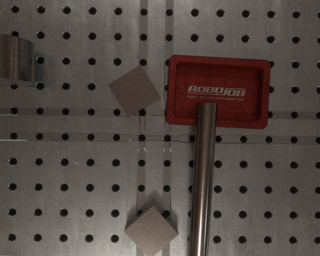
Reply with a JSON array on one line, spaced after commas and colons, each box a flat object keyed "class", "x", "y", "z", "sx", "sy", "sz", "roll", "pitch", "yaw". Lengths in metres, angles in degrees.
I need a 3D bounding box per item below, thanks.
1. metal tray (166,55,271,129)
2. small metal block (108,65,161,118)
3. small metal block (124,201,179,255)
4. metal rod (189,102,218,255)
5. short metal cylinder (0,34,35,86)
[{"class": "metal tray", "x": 0.075, "y": -0.046, "z": 0.411, "sx": 0.131, "sy": 0.030, "sz": 0.089, "roll": 3, "pitch": 90, "yaw": -1}, {"class": "small metal block", "x": -0.033, "y": -0.048, "z": 0.413, "sx": 0.050, "sy": 0.025, "sz": 0.050, "roll": -31, "pitch": 90, "yaw": -1}, {"class": "small metal block", "x": -0.011, "y": 0.136, "z": 0.413, "sx": 0.050, "sy": 0.025, "sz": 0.050, "roll": -41, "pitch": 91, "yaw": 0}, {"class": "metal rod", "x": 0.052, "y": 0.117, "z": 0.397, "sx": 0.025, "sy": 0.025, "sz": 0.298, "roll": 2, "pitch": 97, "yaw": -1}, {"class": "short metal cylinder", "x": -0.198, "y": -0.082, "z": 0.383, "sx": 0.081, "sy": 0.080, "sz": 0.050, "roll": 1, "pitch": 90, "yaw": -1}]
